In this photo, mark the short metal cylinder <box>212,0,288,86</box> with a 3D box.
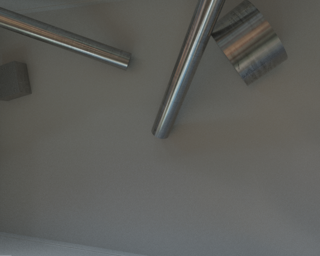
[{"bbox_3d":[0.097,-0.094,0.347,0.050,0.080,0.080,-36,79,16],"label":"short metal cylinder"}]

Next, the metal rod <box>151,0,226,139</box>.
[{"bbox_3d":[0.043,-0.104,0.320,0.025,0.025,0.298,34,130,16],"label":"metal rod"}]

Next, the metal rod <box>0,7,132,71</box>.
[{"bbox_3d":[-0.185,-0.137,0.409,0.302,0.025,0.025,18,97,-7],"label":"metal rod"}]

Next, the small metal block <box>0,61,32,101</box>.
[{"bbox_3d":[-0.237,-0.074,0.492,0.050,0.025,0.050,-13,86,19],"label":"small metal block"}]
